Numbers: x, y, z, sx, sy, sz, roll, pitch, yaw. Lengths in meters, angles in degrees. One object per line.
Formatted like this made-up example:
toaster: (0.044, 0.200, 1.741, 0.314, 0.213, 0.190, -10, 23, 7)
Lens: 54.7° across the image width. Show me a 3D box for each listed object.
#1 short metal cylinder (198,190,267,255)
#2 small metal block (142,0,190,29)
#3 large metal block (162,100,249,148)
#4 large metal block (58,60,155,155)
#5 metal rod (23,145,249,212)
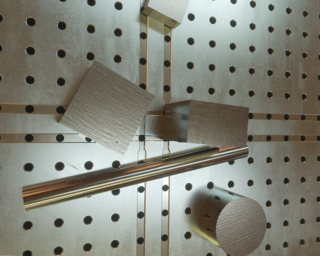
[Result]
short metal cylinder: (0.102, 0.133, 0.439, 0.081, 0.050, 0.079, 0, 90, -21)
small metal block: (0.010, -0.170, 0.417, 0.050, 0.025, 0.050, 21, 83, -19)
large metal block: (0.057, -0.004, 0.406, 0.081, 0.080, 0.050, 6, 88, -20)
large metal block: (-0.066, -0.022, 0.376, 0.080, 0.050, 0.080, 30, 80, -18)
metal rod: (-0.016, 0.058, 0.407, 0.303, 0.025, 0.025, -11, 94, -20)
